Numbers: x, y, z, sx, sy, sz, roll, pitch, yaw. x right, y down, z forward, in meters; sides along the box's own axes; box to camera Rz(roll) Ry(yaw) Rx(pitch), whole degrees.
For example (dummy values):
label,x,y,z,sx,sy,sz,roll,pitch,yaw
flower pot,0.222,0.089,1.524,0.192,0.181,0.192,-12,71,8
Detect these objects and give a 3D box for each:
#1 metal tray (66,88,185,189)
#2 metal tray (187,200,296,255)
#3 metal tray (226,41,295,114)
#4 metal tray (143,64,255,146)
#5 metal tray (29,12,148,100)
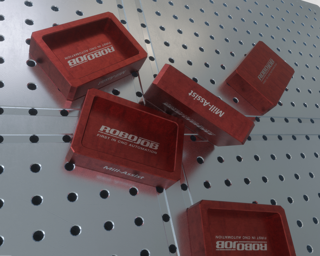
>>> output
label,x,y,z,sx,sy,sz,roll,pitch,yaw
metal tray,-0.036,0.013,0.376,0.131,0.030,0.090,19,55,-17
metal tray,0.101,0.138,0.373,0.131,0.030,0.090,10,58,-23
metal tray,0.185,-0.095,0.561,0.090,0.030,0.131,42,51,0
metal tray,0.045,-0.024,0.402,0.130,0.090,0.030,33,80,-6
metal tray,-0.092,-0.101,0.416,0.131,0.030,0.090,-34,81,-38
